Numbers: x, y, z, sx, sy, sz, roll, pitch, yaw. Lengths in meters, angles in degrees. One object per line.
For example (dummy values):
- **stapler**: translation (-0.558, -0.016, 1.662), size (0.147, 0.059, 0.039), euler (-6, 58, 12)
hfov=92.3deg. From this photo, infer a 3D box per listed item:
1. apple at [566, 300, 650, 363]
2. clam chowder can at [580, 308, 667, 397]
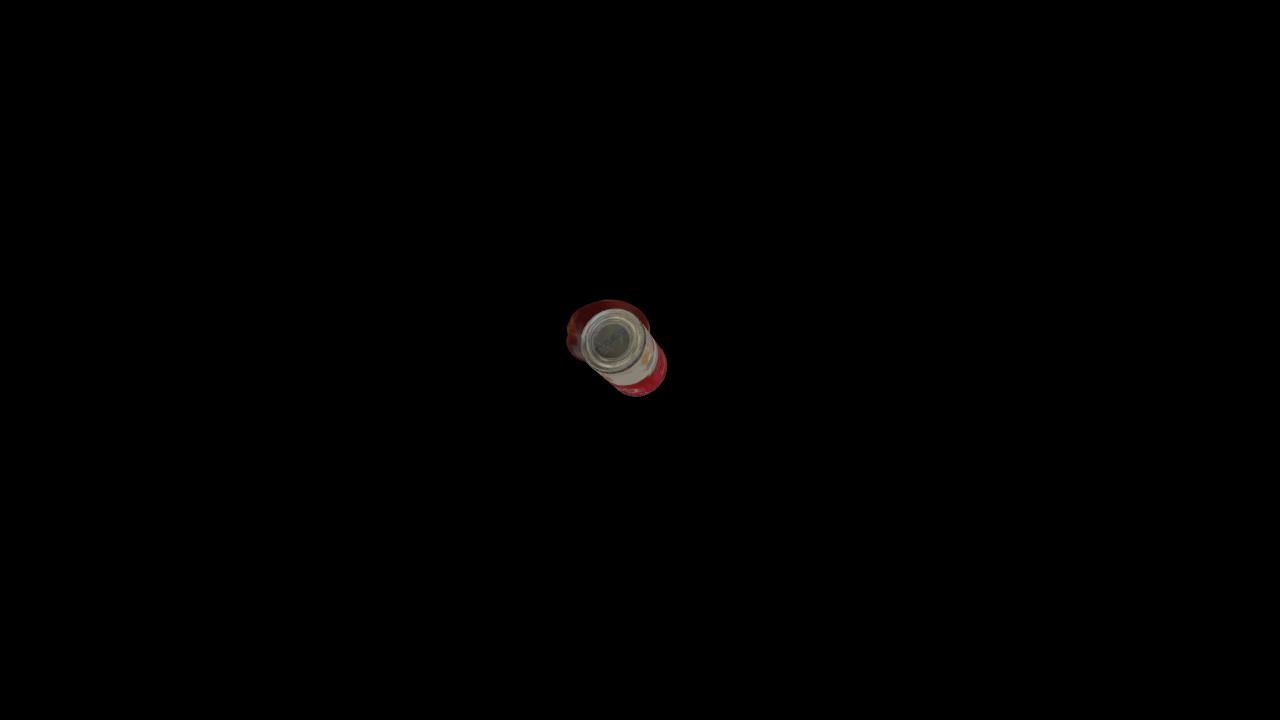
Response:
- **apple**: translation (-0.032, -0.026, 0.669), size (0.093, 0.079, 0.079), euler (9, -3, -18)
- **clam chowder can**: translation (-0.014, -0.006, 0.633), size (0.068, 0.068, 0.102), euler (0, -16, 14)
